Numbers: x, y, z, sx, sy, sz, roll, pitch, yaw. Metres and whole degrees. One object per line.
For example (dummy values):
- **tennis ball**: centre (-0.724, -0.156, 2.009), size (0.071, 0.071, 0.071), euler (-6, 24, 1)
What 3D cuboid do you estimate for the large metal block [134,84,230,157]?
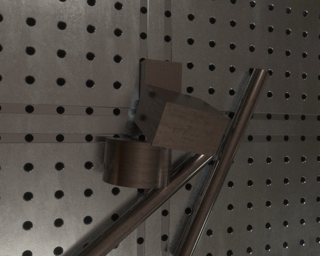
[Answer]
- **large metal block**: centre (0.023, -0.011, 0.374), size (0.081, 0.080, 0.050), euler (12, 107, -24)

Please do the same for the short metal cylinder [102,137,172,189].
- **short metal cylinder**: centre (-0.027, 0.040, 0.374), size (0.081, 0.080, 0.050), euler (6, 90, -20)

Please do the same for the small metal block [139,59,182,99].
- **small metal block**: centre (0.001, -0.063, 0.414), size (0.050, 0.025, 0.050), euler (2, 89, -21)

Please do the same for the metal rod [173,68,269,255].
- **metal rod**: centre (0.091, 0.050, 0.447), size (0.025, 0.025, 0.299), euler (28, 81, -18)

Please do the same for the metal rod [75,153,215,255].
- **metal rod**: centre (-0.044, 0.124, 0.397), size (0.301, 0.025, 0.025), euler (-39, 103, -16)
